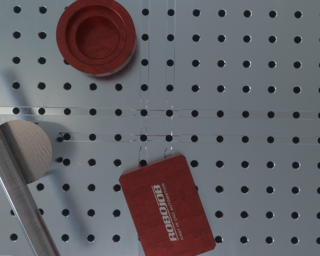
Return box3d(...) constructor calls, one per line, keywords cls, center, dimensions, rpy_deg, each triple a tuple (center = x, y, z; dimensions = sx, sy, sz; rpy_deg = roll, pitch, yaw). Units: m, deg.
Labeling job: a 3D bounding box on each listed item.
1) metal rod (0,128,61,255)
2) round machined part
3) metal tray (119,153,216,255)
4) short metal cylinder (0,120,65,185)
box3d(cls="metal rod", center=(-0.177, 0.052, 0.361), dimensions=(0.025, 0.025, 0.299), rpy_deg=(-25, 90, 0))
box3d(cls="round machined part", center=(-0.080, -0.116, 0.404), dimensions=(0.099, 0.042, 0.097), rpy_deg=(0, 90, 0))
box3d(cls="metal tray", center=(0.010, 0.108, 0.411), dimensions=(0.090, 0.030, 0.129), rpy_deg=(-19, 90, 0))
box3d(cls="short metal cylinder", center=(-0.171, 0.030, 0.399), dimensions=(0.081, 0.050, 0.079), rpy_deg=(0, 90, 0))
